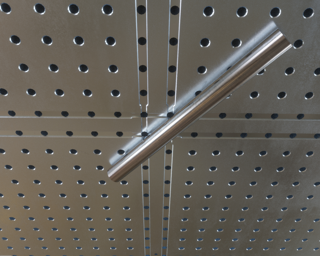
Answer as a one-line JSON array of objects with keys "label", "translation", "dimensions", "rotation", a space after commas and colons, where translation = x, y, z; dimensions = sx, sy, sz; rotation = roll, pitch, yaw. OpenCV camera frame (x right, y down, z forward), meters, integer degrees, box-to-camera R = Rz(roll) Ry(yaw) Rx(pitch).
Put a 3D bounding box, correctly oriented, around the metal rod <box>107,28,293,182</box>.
[{"label": "metal rod", "translation": [0.032, -0.013, 0.400], "dimensions": [0.025, 0.025, 0.299], "rotation": [35, 122, -26]}]
